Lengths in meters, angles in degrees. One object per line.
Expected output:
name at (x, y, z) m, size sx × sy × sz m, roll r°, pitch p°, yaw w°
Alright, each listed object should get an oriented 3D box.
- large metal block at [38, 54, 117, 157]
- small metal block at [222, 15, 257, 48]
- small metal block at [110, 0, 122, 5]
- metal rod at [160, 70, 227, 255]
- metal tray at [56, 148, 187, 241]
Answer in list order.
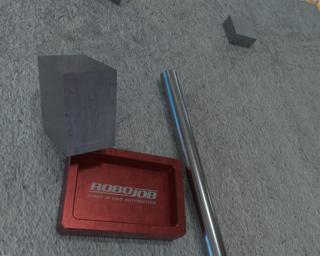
large metal block at (-0.086, -0.028, 0.319) m, size 0.050 × 0.079 × 0.080 m, roll -11°, pitch 27°, yaw -33°
small metal block at (0.156, -0.189, 0.606) m, size 0.050 × 0.025 × 0.050 m, roll 5°, pitch 60°, yaw -26°
small metal block at (-0.081, -0.237, 0.506) m, size 0.050 × 0.025 × 0.050 m, roll 21°, pitch 54°, yaw -16°
metal rod at (0.042, 0.053, 0.395) m, size 0.025 × 0.025 × 0.299 m, roll 2°, pitch 61°, yaw -28°
metal tray at (-0.038, 0.071, 0.337) m, size 0.131 × 0.030 × 0.090 m, roll 12°, pitch 57°, yaw -22°
